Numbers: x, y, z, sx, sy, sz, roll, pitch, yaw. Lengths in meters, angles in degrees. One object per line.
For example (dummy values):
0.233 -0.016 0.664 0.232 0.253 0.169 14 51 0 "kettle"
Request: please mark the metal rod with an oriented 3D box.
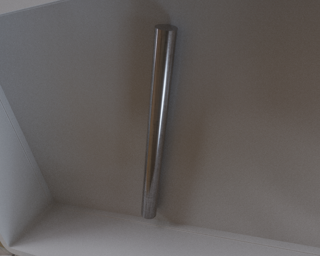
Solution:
-0.006 0.014 0.418 0.025 0.025 0.298 18 126 18 "metal rod"
